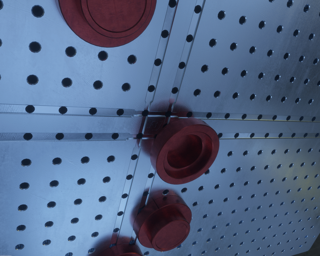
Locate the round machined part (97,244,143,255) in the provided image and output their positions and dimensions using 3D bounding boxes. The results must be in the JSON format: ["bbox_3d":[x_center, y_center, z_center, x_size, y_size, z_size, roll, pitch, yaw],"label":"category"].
[{"bbox_3d":[-0.068,0.245,0.516,0.099,0.042,0.097,-14,125,-21],"label":"round machined part"}]

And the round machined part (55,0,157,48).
[{"bbox_3d":[-0.047,-0.125,0.298,0.099,0.042,0.097,-14,125,-21],"label":"round machined part"}]

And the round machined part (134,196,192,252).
[{"bbox_3d":[0.010,0.163,0.509,0.099,0.042,0.097,-14,125,-21],"label":"round machined part"}]

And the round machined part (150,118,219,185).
[{"bbox_3d":[0.031,0.028,0.436,0.099,0.042,0.097,-14,125,-21],"label":"round machined part"}]
